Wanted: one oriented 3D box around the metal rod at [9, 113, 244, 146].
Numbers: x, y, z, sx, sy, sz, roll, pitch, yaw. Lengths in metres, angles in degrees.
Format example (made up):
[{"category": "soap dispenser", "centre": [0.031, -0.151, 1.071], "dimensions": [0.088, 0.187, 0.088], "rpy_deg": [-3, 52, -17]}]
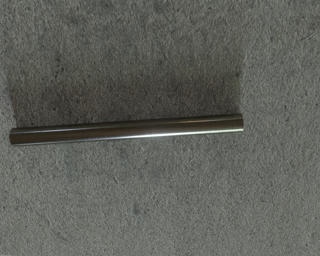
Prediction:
[{"category": "metal rod", "centre": [-0.044, 0.003, 0.410], "dimensions": [0.302, 0.025, 0.025], "rpy_deg": [-4, 110, 1]}]
